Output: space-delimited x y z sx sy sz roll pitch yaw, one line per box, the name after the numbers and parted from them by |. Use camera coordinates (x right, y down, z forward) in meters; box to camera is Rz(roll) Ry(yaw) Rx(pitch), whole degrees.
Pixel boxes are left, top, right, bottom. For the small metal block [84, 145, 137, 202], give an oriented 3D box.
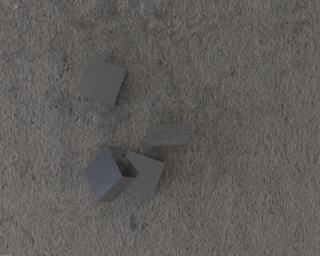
-0.064 0.058 0.390 0.050 0.025 0.050 -46 55 19 | small metal block

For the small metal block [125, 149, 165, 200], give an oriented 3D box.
-0.026 0.060 0.410 0.050 0.025 0.050 19 90 0 | small metal block

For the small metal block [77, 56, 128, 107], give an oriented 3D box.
-0.075 -0.060 0.409 0.050 0.025 0.050 19 90 0 | small metal block

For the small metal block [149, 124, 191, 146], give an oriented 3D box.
0.012 0.008 0.397 0.050 0.050 0.025 -3 90 0 | small metal block
